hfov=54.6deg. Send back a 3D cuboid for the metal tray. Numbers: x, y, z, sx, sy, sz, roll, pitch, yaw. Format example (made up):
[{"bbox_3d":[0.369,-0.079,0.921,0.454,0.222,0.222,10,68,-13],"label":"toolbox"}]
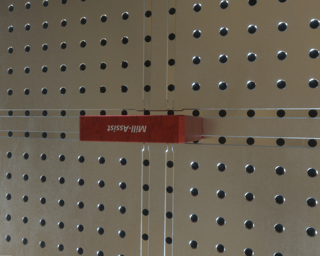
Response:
[{"bbox_3d":[-0.021,0.000,0.386,0.130,0.090,0.030,0,91,20],"label":"metal tray"}]
